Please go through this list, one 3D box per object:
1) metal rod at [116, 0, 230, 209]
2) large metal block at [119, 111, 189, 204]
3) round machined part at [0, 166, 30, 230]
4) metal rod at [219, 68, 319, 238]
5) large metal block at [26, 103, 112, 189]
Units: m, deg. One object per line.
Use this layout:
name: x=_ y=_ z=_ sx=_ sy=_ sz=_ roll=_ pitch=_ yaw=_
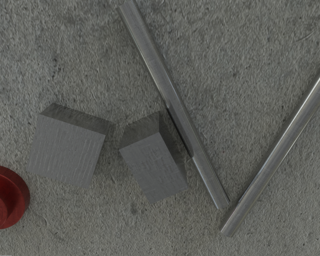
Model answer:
metal rod: x=0.025 y=-0.017 z=0.403 sx=0.025 sy=0.025 sz=0.299 roll=-25 pitch=109 yaw=8
large metal block: x=-0.006 y=0.034 z=0.393 sx=0.050 sy=0.080 sz=0.080 roll=-24 pitch=109 yaw=8
round machined part: x=-0.241 y=0.104 z=0.436 sx=0.099 sy=0.042 sz=0.097 roll=0 pitch=110 yaw=-1
metal rod: x=0.163 y=0.029 z=0.422 sx=0.025 sy=0.025 sz=0.298 roll=23 pitch=108 yaw=-9
large metal block: x=-0.117 y=0.023 z=0.403 sx=0.080 sy=0.050 sz=0.079 roll=18 pitch=109 yaw=-7
